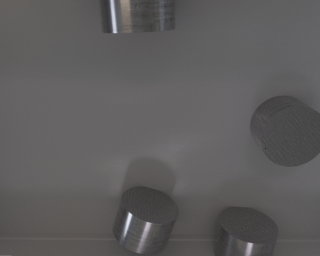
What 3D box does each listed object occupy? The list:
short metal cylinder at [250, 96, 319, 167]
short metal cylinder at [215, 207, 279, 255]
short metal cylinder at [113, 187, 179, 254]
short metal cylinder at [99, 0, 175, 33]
[{"bbox_3d":[0.164,0.003,0.400,0.081,0.050,0.079,0,110,0],"label":"short metal cylinder"},{"bbox_3d":[0.121,0.157,0.441,0.081,0.080,0.050,4,110,-2],"label":"short metal cylinder"},{"bbox_3d":[-0.020,0.125,0.428,0.080,0.080,0.050,16,109,-6],"label":"short metal cylinder"},{"bbox_3d":[-0.024,-0.131,0.333,0.080,0.080,0.050,-2,110,1],"label":"short metal cylinder"}]
